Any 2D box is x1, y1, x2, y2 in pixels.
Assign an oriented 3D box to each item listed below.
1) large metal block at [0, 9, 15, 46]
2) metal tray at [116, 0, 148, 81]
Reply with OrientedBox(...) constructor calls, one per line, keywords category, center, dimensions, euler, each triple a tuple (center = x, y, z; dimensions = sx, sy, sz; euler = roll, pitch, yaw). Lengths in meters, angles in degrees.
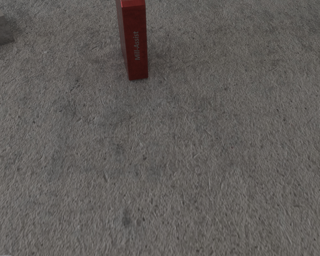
OrientedBox(category="large metal block", center=(-0.311, -0.178, 0.534), dimensions=(0.081, 0.050, 0.080), euler=(-26, 55, -21))
OrientedBox(category="metal tray", center=(-0.042, -0.147, 0.458), dimensions=(0.030, 0.129, 0.090), euler=(-10, 51, -8))
